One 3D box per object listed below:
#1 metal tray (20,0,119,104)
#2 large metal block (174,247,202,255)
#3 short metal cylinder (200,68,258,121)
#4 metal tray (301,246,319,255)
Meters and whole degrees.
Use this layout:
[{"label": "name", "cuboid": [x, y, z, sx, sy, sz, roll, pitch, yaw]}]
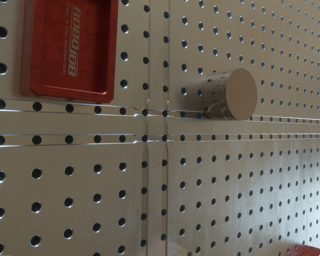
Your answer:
[{"label": "metal tray", "cuboid": [-0.093, -0.094, 0.329, 0.091, 0.030, 0.129, 4, 88, -40]}, {"label": "large metal block", "cuboid": [0.032, 0.228, 0.423, 0.081, 0.050, 0.080, -28, 108, -37]}, {"label": "short metal cylinder", "cuboid": [0.109, -0.051, 0.487, 0.081, 0.050, 0.079, 0, 91, -40]}, {"label": "metal tray", "cuboid": [0.325, 0.335, 0.684, 0.131, 0.030, 0.089, -19, 102, -39]}]
